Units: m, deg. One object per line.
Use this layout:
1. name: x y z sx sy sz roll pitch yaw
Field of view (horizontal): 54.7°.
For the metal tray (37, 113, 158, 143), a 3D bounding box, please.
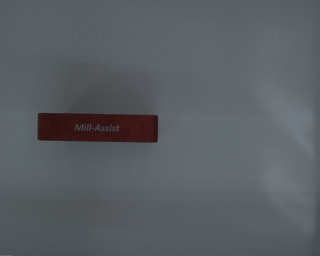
1. metal tray: -0.068 -0.001 0.378 0.131 0.090 0.030 1 90 -1
